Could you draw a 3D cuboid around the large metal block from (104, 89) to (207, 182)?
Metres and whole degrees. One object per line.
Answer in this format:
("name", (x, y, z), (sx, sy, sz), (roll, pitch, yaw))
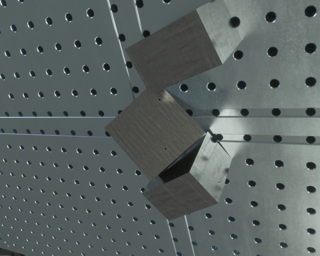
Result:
("large metal block", (-0.003, 0.004, 0.365), (0.080, 0.050, 0.080), (-43, 81, 6))

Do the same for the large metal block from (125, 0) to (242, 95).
("large metal block", (0.026, -0.083, 0.309), (0.080, 0.080, 0.050), (-19, 109, 35))

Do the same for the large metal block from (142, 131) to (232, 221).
("large metal block", (0.036, 0.061, 0.391), (0.080, 0.080, 0.050), (-33, 105, 38))
